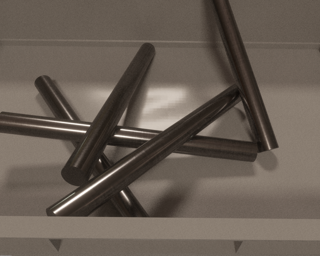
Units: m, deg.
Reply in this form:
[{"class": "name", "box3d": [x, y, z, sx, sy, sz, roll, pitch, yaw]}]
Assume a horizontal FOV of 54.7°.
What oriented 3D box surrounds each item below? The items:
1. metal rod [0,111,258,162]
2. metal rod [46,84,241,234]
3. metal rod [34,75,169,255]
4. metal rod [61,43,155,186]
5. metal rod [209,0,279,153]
[{"class": "metal rod", "box3d": [-0.034, 0.011, 0.370, 0.302, 0.025, 0.025, 7, 50, -4]}, {"class": "metal rod", "box3d": [0.015, 0.011, 0.342, 0.025, 0.025, 0.302, 35, 46, 25]}, {"class": "metal rod", "box3d": [-0.087, 0.027, 0.381, 0.025, 0.025, 0.300, -28, 56, -22]}, {"class": "metal rod", "box3d": [-0.048, -0.043, 0.395, 0.025, 0.025, 0.301, 9, 37, 7]}, {"class": "metal rod", "box3d": [0.098, -0.114, 0.416, 0.025, 0.025, 0.299, -13, 78, -11]}]
